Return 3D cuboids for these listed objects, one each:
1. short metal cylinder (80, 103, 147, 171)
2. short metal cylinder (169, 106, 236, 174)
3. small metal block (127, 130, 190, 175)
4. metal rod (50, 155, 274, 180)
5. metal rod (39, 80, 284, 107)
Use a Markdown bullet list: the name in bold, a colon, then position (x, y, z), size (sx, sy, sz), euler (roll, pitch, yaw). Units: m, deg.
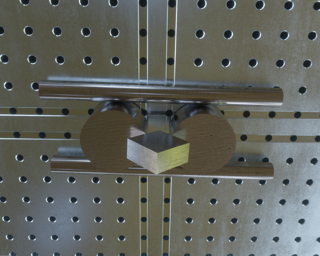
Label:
- **short metal cylinder**: position (-0.057, 0.008, 0.399), size (0.081, 0.050, 0.079), euler (0, 110, 0)
- **short metal cylinder**: position (0.053, 0.012, 0.401), size (0.081, 0.050, 0.079), euler (0, 110, 0)
- **small metal block**: position (-0.002, 0.026, 0.357), size (0.050, 0.050, 0.025), euler (-14, 116, -42)
- **metal rod**: position (0.004, 0.055, 0.430), size (0.302, 0.025, 0.025), euler (2, 110, -1)
- **metal rod**: position (0.002, -0.043, 0.394), size (0.302, 0.025, 0.025), euler (2, 110, -1)
